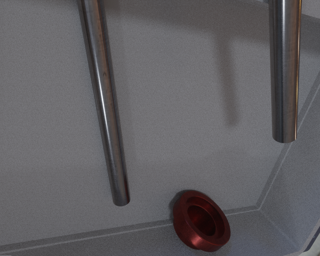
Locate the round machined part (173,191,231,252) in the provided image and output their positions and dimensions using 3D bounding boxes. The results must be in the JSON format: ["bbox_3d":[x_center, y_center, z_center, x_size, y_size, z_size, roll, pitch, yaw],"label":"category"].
[{"bbox_3d":[0.061,0.152,0.494,0.099,0.098,0.042,16,125,-35],"label":"round machined part"}]

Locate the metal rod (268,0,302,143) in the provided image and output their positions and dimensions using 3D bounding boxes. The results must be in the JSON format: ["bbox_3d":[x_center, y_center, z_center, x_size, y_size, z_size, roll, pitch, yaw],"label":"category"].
[{"bbox_3d":[0.100,-0.105,0.247,0.025,0.025,0.299,-27,128,-12],"label":"metal rod"}]

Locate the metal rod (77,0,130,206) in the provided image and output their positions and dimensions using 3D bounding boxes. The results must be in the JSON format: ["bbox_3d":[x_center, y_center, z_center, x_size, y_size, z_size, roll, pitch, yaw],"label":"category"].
[{"bbox_3d":[-0.061,-0.022,0.362,0.025,0.025,0.298,-16,125,-20],"label":"metal rod"}]
